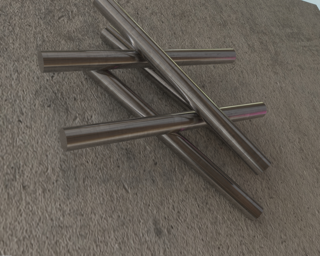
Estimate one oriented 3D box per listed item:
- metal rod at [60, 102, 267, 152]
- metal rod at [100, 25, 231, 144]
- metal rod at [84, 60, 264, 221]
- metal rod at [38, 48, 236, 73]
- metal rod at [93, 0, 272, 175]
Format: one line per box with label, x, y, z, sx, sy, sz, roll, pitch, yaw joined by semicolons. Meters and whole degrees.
metal rod;0.028;-0.008;0.395;0.303;0.025;0.025;-9;67;-32
metal rod;0.036;-0.043;0.452;0.300;0.025;0.025;40;51;-1
metal rod;0.015;0.012;0.406;0.300;0.025;0.025;42;51;0
metal rod;-0.009;-0.097;0.429;0.303;0.025;0.025;-10;67;-33
metal rod;0.025;-0.059;0.393;0.300;0.025;0.025;47;51;4
